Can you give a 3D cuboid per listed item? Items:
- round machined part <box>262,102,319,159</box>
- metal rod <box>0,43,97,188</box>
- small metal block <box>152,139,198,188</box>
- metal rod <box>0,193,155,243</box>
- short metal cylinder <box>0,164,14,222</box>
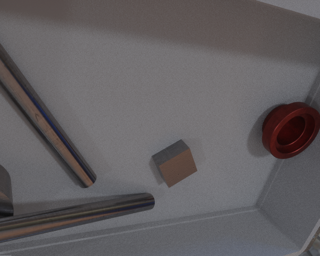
[{"bbox_3d":[0.210,0.000,0.512,0.099,0.042,0.097,-12,124,-17],"label":"round machined part"},{"bbox_3d":[-0.142,-0.039,0.307,0.025,0.025,0.299,-31,129,-9],"label":"metal rod"},{"bbox_3d":[0.022,0.052,0.455,0.050,0.025,0.050,-29,129,-10],"label":"small metal block"},{"bbox_3d":[-0.119,0.106,0.361,0.302,0.025,0.025,3,118,-47],"label":"metal rod"},{"bbox_3d":[-0.202,0.078,0.331,0.081,0.050,0.079,-14,125,-21],"label":"short metal cylinder"}]
